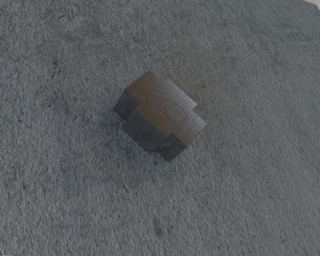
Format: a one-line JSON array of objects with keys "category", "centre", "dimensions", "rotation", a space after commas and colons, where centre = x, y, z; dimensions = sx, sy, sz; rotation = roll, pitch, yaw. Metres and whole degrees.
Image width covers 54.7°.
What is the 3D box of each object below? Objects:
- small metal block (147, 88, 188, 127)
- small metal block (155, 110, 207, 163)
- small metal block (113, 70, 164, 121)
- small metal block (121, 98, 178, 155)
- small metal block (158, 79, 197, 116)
[{"category": "small metal block", "centre": [-0.001, -0.015, 0.399], "dimensions": [0.050, 0.050, 0.025], "rotation": [43, 51, 0]}, {"category": "small metal block", "centre": [0.026, 0.011, 0.397], "dimensions": [0.025, 0.050, 0.050], "rotation": [43, 51, 1]}, {"category": "small metal block", "centre": [-0.028, -0.041, 0.399], "dimensions": [0.025, 0.050, 0.050], "rotation": [43, 51, 1]}, {"category": "small metal block", "centre": [-0.014, -0.001, 0.383], "dimensions": [0.050, 0.050, 0.025], "rotation": [43, 51, 0]}, {"category": "small metal block", "centre": [0.013, -0.029, 0.415], "dimensions": [0.050, 0.050, 0.025], "rotation": [42, 51, 0]}]
